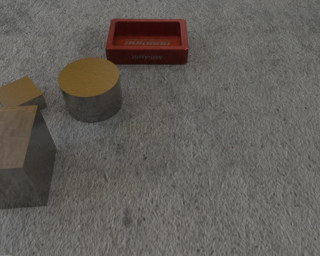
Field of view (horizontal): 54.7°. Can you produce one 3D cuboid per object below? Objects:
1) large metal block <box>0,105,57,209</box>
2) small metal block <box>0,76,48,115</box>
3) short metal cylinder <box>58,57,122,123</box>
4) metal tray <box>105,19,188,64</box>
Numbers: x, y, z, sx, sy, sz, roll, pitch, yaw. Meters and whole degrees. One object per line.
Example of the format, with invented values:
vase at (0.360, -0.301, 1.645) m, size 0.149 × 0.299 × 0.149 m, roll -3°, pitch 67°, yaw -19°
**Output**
large metal block at (-0.154, 0.033, 0.339) m, size 0.050 × 0.080 × 0.080 m, roll -3°, pitch 50°, yaw -3°
small metal block at (-0.197, -0.041, 0.436) m, size 0.050 × 0.025 × 0.050 m, roll -32°, pitch 57°, yaw -24°
short metal cylinder at (-0.095, -0.053, 0.431) m, size 0.081 × 0.050 × 0.080 m, roll 0°, pitch 50°, yaw 0°
metal tray at (-0.020, -0.147, 0.523) m, size 0.131 × 0.030 × 0.090 m, roll 0°, pitch 50°, yaw 0°
